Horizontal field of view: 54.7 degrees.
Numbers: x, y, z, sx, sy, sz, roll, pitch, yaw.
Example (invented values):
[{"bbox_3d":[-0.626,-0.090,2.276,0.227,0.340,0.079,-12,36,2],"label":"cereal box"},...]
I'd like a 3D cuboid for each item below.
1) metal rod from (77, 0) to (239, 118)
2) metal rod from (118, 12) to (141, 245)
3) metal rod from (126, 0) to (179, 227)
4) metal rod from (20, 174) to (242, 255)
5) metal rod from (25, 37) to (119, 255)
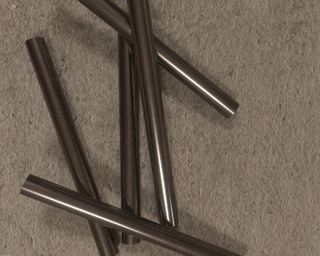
[{"bbox_3d":[-0.022,-0.112,0.387,0.301,0.025,0.025,37,90,-9],"label":"metal rod"},{"bbox_3d":[-0.041,0.001,0.409,0.025,0.025,0.298,-1,90,-1],"label":"metal rod"},{"bbox_3d":[-0.008,-0.019,0.380,0.025,0.025,0.298,-8,102,0],"label":"metal rod"},{"bbox_3d":[-0.021,0.126,0.386,0.302,0.025,0.025,24,90,-10],"label":"metal rod"},{"bbox_3d":[-0.115,0.026,0.408,0.025,0.025,0.298,-19,90,0],"label":"metal rod"}]
